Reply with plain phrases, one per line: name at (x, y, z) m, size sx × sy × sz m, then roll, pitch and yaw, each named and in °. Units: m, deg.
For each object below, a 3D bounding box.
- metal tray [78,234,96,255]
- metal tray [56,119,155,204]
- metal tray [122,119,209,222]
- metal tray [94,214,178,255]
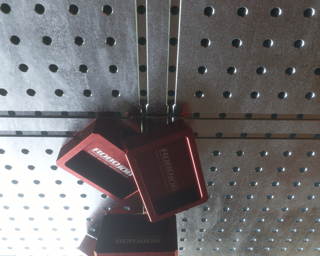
metal tray at (-0.082, 0.253, 0.591) m, size 0.130 × 0.030 × 0.090 m, roll 41°, pitch 155°, yaw -30°
metal tray at (-0.070, 0.054, 0.452) m, size 0.090 × 0.030 × 0.130 m, roll -35°, pitch 122°, yaw 26°
metal tray at (0.011, 0.061, 0.428) m, size 0.090 × 0.030 × 0.129 m, roll -20°, pitch 119°, yaw -7°
metal tray at (-0.037, 0.186, 0.523) m, size 0.131 × 0.090 × 0.030 m, roll -1°, pitch 113°, yaw 1°
